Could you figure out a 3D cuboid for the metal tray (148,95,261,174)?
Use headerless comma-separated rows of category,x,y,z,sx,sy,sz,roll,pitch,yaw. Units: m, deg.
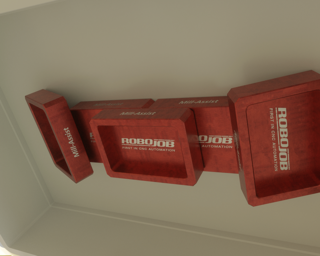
metal tray,0.055,0.009,0.381,0.130,0.030,0.089,0,119,28

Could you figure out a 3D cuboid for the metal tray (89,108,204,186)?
metal tray,-0.017,0.022,0.387,0.130,0.030,0.089,1,118,28

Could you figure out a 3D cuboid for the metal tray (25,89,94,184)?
metal tray,-0.152,0.011,0.467,0.090,0.030,0.129,19,131,49

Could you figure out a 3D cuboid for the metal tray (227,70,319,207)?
metal tray,0.126,0.014,0.321,0.090,0.030,0.129,-13,115,3

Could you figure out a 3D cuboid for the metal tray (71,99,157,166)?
metal tray,-0.061,0.007,0.441,0.130,0.030,0.089,0,119,28
